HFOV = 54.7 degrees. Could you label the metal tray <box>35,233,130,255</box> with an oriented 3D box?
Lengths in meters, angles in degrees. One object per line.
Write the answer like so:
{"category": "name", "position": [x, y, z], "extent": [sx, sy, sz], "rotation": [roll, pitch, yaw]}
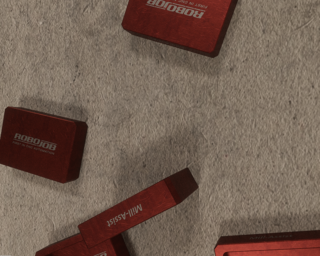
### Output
{"category": "metal tray", "position": [-0.107, 0.197, 0.442], "extent": [0.130, 0.030, 0.090], "rotation": [-26, 82, 17]}

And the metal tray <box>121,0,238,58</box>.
{"category": "metal tray", "position": [0.025, -0.152, 0.397], "extent": [0.130, 0.030, 0.089], "rotation": [21, 97, 18]}

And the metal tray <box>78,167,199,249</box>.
{"category": "metal tray", "position": [-0.024, 0.096, 0.381], "extent": [0.130, 0.090, 0.030], "rotation": [-31, 80, 17]}

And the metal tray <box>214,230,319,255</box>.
{"category": "metal tray", "position": [0.136, 0.171, 0.358], "extent": [0.130, 0.030, 0.089], "rotation": [-11, 86, 19]}

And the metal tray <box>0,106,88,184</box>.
{"category": "metal tray", "position": [-0.179, 0.023, 0.468], "extent": [0.130, 0.030, 0.089], "rotation": [12, 94, 19]}
